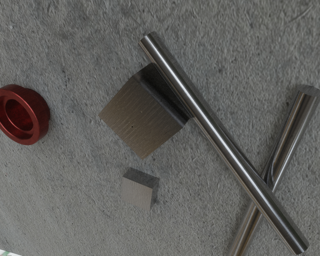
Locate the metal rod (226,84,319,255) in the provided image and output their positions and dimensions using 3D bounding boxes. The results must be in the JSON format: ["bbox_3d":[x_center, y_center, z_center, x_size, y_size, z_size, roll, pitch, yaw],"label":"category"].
[{"bbox_3d":[0.130,0.084,0.389,0.025,0.025,0.298,20,126,16],"label":"metal rod"}]

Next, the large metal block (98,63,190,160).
[{"bbox_3d":[-0.016,-0.020,0.386,0.080,0.050,0.080,46,129,-4],"label":"large metal block"}]

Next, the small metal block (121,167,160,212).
[{"bbox_3d":[-0.031,0.095,0.480,0.050,0.025,0.050,19,126,16],"label":"small metal block"}]

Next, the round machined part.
[{"bbox_3d":[-0.216,-0.025,0.492,0.098,0.042,0.097,13,124,20],"label":"round machined part"}]

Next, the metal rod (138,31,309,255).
[{"bbox_3d":[0.074,0.019,0.356,0.025,0.025,0.299,-35,93,38],"label":"metal rod"}]
